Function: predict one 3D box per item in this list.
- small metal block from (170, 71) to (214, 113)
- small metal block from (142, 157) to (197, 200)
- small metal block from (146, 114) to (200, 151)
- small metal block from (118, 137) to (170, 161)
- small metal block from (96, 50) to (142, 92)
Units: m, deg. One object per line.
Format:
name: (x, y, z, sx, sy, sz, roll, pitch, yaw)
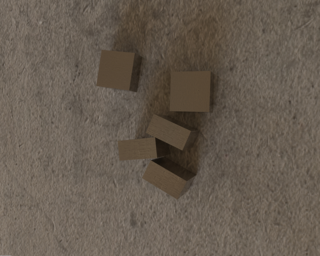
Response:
small metal block: (0.041, -0.045, 0.394, 0.050, 0.025, 0.050, 2, 91, 19)
small metal block: (0.013, 0.061, 0.390, 0.050, 0.050, 0.025, 29, 99, 17)
small metal block: (0.018, 0.005, 0.389, 0.050, 0.050, 0.025, 25, 98, 18)
small metal block: (-0.020, 0.026, 0.402, 0.050, 0.050, 0.025, -6, 88, 19)
small metal block: (-0.056, -0.078, 0.428, 0.050, 0.025, 0.050, 10, 93, 19)
